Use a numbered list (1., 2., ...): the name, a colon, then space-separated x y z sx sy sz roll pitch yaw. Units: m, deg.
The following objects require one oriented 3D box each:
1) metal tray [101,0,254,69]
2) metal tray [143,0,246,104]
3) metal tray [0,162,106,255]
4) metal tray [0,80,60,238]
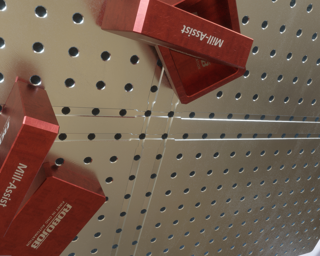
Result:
1. metal tray: 0.017 -0.095 0.316 0.131 0.090 0.030 9 102 -32
2. metal tray: 0.043 -0.095 0.349 0.090 0.030 0.130 -27 139 0
3. metal tray: -0.145 0.115 0.400 0.090 0.030 0.130 35 99 -39
4. metal tray: -0.148 0.029 0.305 0.030 0.090 0.129 21 107 -37
